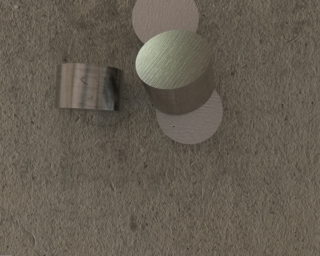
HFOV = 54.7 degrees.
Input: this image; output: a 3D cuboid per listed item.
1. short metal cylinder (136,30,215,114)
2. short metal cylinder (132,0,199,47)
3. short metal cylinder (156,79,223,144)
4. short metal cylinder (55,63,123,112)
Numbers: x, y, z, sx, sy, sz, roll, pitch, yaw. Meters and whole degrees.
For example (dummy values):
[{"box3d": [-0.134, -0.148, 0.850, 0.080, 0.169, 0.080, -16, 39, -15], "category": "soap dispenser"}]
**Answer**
[{"box3d": [0.019, -0.062, 0.347, 0.080, 0.050, 0.080, -6, 61, 11], "category": "short metal cylinder"}, {"box3d": [0.007, -0.132, 0.397, 0.081, 0.050, 0.080, 0, 90, 0], "category": "short metal cylinder"}, {"box3d": [0.036, -0.020, 0.398, 0.081, 0.050, 0.080, 0, 90, 0], "category": "short metal cylinder"}, {"box3d": [-0.086, -0.047, 0.382, 0.080, 0.080, 0.050, 3, 90, 0], "category": "short metal cylinder"}]
